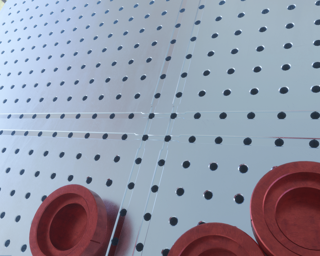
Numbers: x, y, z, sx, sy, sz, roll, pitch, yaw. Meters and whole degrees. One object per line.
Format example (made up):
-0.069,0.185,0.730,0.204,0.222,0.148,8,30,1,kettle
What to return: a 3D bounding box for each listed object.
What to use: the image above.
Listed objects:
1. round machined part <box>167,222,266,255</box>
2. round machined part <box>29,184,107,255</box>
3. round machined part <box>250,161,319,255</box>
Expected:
0.055,0.141,0.283,0.098,0.042,0.098,-13,56,21,round machined part
-0.106,0.122,0.379,0.098,0.042,0.098,-13,56,21,round machined part
0.130,0.081,0.271,0.098,0.042,0.098,-8,51,11,round machined part
